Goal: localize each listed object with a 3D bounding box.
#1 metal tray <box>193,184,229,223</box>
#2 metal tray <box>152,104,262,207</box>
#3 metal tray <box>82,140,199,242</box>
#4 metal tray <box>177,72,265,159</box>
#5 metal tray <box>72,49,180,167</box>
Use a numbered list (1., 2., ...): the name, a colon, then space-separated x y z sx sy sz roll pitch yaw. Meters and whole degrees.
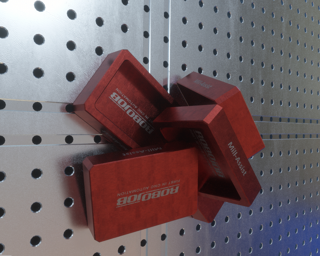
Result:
1. metal tray: 0.079 0.065 0.473 0.130 0.030 0.090 -49 119 -29
2. metal tray: 0.057 0.034 0.377 0.030 0.090 0.130 -46 118 -30
3. metal tray: -0.018 0.070 0.361 0.131 0.030 0.089 -8 106 -25
4. metal tray: 0.075 -0.021 0.406 0.030 0.130 0.090 -33 114 -5
5. metal tray: -0.030 -0.020 0.382 0.130 0.030 0.090 43 64 -32
